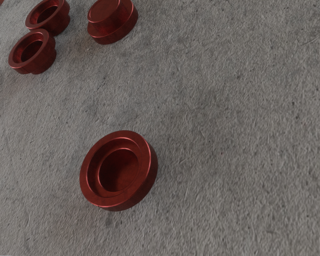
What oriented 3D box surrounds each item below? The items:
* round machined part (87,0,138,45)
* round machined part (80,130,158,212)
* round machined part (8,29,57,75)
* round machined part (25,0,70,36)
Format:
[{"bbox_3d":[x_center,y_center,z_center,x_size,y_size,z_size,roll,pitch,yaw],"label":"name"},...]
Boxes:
[{"bbox_3d":[-0.093,-0.204,0.567,0.098,0.042,0.098,-13,56,21],"label":"round machined part"},{"bbox_3d":[-0.047,0.055,0.384,0.098,0.042,0.098,-13,56,21],"label":"round machined part"},{"bbox_3d":[-0.245,-0.145,0.611,0.098,0.042,0.098,-13,56,21],"label":"round machined part"},{"bbox_3d":[-0.230,-0.231,0.655,0.098,0.042,0.098,-14,54,20],"label":"round machined part"}]
